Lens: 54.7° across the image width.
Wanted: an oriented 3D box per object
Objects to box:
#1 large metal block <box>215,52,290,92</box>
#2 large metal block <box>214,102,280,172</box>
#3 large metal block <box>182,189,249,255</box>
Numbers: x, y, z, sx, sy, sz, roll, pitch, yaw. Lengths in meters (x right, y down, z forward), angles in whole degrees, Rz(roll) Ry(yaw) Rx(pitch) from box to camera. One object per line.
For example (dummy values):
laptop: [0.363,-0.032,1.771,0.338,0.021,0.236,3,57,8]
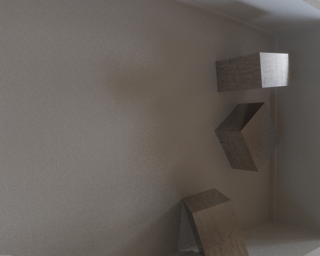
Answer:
large metal block: [0.148,-0.087,0.494,0.081,0.080,0.050,-10,96,-40]
large metal block: [0.146,0.014,0.513,0.080,0.050,0.080,-43,116,-31]
large metal block: [0.071,0.133,0.413,0.050,0.080,0.080,-18,91,-5]
